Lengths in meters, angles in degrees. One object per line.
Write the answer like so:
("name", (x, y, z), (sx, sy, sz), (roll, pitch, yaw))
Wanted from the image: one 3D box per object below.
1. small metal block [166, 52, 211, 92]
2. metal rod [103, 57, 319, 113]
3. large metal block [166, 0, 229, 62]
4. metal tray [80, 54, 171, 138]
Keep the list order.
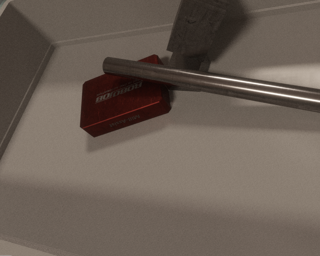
("small metal block", (0.037, -0.080, 0.434), (0.050, 0.025, 0.050), (8, 65, 31))
("metal rod", (0.059, -0.056, 0.382), (0.301, 0.025, 0.025), (14, 69, 24))
("large metal block", (0.049, -0.146, 0.400), (0.050, 0.079, 0.080), (17, 44, -5))
("metal tray", (-0.053, -0.047, 0.458), (0.130, 0.030, 0.090), (-18, 55, 17))
